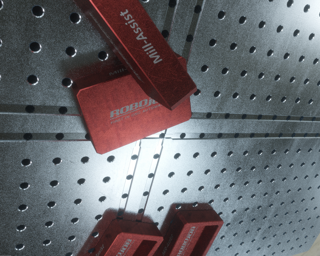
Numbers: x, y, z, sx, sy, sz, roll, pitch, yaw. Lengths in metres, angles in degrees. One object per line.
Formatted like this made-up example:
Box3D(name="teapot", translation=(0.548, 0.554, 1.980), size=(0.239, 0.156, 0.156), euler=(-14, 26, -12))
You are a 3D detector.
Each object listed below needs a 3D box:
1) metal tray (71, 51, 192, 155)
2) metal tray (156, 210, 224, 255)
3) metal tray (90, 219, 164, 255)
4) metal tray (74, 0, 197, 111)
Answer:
Box3D(name="metal tray", translation=(-0.029, -0.032, 0.374), size=(0.131, 0.030, 0.089), euler=(-22, 127, -16))
Box3D(name="metal tray", translation=(0.051, 0.211, 0.569), size=(0.091, 0.030, 0.129), euler=(8, 114, -32))
Box3D(name="metal tray", translation=(-0.065, 0.212, 0.505), size=(0.091, 0.030, 0.129), euler=(22, 106, -37))
Box3D(name="metal tray", translation=(-0.027, -0.081, 0.281), size=(0.030, 0.090, 0.130), euler=(-40, 112, -4))
